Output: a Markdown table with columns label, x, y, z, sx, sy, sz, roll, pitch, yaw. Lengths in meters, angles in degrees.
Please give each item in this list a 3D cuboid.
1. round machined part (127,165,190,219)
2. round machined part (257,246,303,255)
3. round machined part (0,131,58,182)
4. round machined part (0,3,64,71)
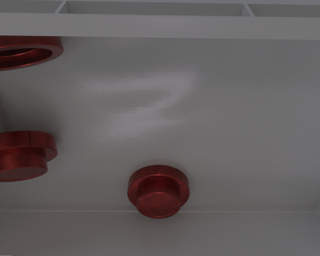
| label | x | y | z | sx | sy | sz | roll | pitch | yaw |
| --- | --- | --- | --- | --- | --- | --- | --- | --- | --- |
| round machined part | -0.002 | 0.107 | 0.488 | 0.099 | 0.042 | 0.097 | 0 | 130 | 0 |
| round machined part | 0.256 | 0.293 | 0.652 | 0.099 | 0.042 | 0.097 | 0 | 130 | 0 |
| round machined part | -0.184 | 0.041 | 0.401 | 0.099 | 0.042 | 0.098 | -13 | 162 | -4 |
| round machined part | -0.148 | -0.087 | 0.298 | 0.098 | 0.098 | 0.042 | -13 | 94 | 10 |
